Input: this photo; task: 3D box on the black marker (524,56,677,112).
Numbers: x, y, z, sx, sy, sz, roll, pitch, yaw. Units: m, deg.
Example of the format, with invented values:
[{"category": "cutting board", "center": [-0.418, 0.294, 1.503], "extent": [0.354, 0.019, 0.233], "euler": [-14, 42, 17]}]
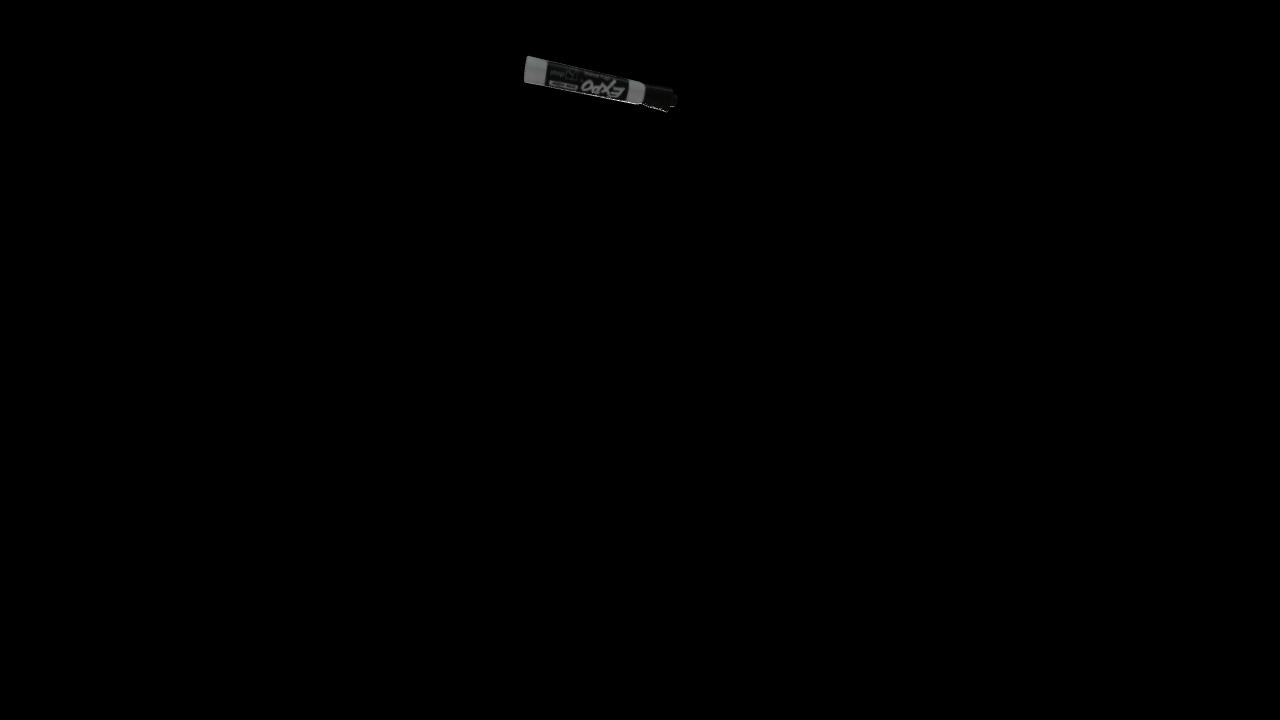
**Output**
[{"category": "black marker", "center": [-0.029, -0.214, 0.480], "extent": [0.121, 0.020, 0.020], "euler": [5, -1, -16]}]
